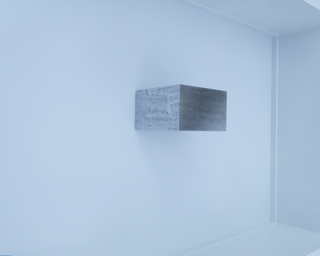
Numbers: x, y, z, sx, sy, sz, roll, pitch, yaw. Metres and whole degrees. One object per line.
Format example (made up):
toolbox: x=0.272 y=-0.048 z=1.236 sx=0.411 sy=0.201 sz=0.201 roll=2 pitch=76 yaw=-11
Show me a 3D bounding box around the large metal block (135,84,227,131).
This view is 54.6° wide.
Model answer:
large metal block: x=0.026 y=-0.022 z=0.388 sx=0.081 sy=0.080 sz=0.050 roll=1 pitch=90 yaw=-40
